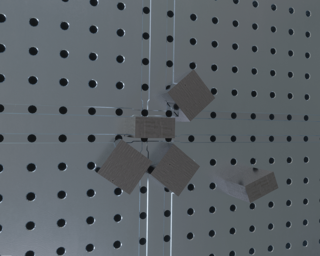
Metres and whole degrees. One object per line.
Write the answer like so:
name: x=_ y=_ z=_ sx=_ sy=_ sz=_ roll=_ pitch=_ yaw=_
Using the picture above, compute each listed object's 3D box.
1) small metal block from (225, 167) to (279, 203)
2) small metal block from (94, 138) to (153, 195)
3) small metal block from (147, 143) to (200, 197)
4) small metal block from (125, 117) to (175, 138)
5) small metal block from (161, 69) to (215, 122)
small metal block: x=0.131 y=0.081 z=0.447 sx=0.050 sy=0.050 sz=0.025 roll=-21 pitch=97 yaw=-19
small metal block: x=-0.047 y=0.048 z=0.395 sx=0.050 sy=0.025 sz=0.050 roll=38 pitch=78 yaw=-16
small metal block: x=0.017 y=0.055 z=0.419 sx=0.050 sy=0.025 sz=0.050 roll=41 pitch=77 yaw=-16
small metal block: x=-0.014 y=0.000 z=0.394 sx=0.050 sy=0.050 sz=0.025 roll=1 pitch=90 yaw=-20
small metal block: x=0.039 y=-0.044 z=0.426 sx=0.050 sy=0.025 sz=0.050 roll=-43 pitch=104 yaw=-15
